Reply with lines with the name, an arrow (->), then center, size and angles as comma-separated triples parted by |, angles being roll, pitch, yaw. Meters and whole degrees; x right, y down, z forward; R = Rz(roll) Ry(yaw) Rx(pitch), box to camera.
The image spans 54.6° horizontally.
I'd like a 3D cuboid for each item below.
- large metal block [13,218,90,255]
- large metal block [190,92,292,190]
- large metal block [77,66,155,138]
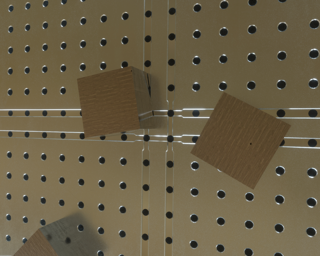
large metal block -> -0.162, 0.197, 0.457 | 0.080, 0.050, 0.080 | -46, 76, 14
large metal block -> 0.095, 0.013, 0.366 | 0.080, 0.050, 0.080 | 30, 100, 17
large metal block -> -0.059, -0.032, 0.421 | 0.080, 0.050, 0.080 | -9, 87, 20
